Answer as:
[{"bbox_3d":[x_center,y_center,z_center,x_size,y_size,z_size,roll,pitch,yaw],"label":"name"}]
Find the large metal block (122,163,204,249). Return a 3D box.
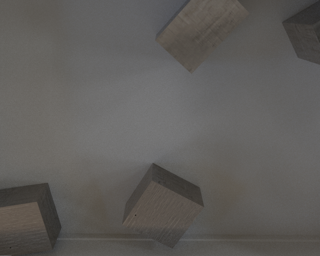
[{"bbox_3d":[0.004,0.109,0.438,0.080,0.050,0.080,29,107,-10],"label":"large metal block"}]

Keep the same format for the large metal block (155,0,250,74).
[{"bbox_3d":[0.041,-0.113,0.341,0.050,0.080,0.080,41,105,-14],"label":"large metal block"}]

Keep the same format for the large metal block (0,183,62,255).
[{"bbox_3d":[-0.197,0.131,0.442,0.080,0.050,0.079,-9,110,0],"label":"large metal block"}]

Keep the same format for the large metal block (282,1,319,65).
[{"bbox_3d":[0.196,-0.115,0.341,0.080,0.080,0.050,-30,108,10],"label":"large metal block"}]
